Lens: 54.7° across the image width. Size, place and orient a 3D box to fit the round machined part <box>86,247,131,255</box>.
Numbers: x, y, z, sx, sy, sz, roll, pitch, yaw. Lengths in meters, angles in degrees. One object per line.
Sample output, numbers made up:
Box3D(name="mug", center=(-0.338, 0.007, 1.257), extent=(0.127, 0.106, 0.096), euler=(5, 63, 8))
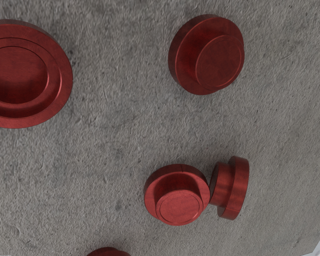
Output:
Box3D(name="round machined part", center=(-0.089, 0.228, 0.488), extent=(0.099, 0.042, 0.097), euler=(-14, 124, -21))

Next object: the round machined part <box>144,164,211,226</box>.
Box3D(name="round machined part", center=(0.026, 0.104, 0.455), extent=(0.099, 0.042, 0.097), euler=(-3, 118, -5))

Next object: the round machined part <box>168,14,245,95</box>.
Box3D(name="round machined part", center=(0.063, -0.084, 0.378), extent=(0.099, 0.042, 0.097), euler=(-14, 124, -21))

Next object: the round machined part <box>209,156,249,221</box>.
Box3D(name="round machined part", center=(0.102, 0.090, 0.483), extent=(0.042, 0.098, 0.097), euler=(15, 116, 4))

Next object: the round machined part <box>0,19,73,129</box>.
Box3D(name="round machined part", center=(-0.136, -0.052, 0.290), extent=(0.099, 0.042, 0.097), euler=(-14, 124, -21))
